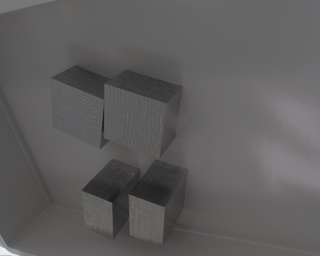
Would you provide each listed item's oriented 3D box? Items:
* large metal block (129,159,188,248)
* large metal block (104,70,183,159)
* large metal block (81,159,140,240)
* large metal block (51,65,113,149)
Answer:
[{"bbox_3d":[-0.002,0.105,0.439,0.050,0.080,0.079,16,125,19],"label":"large metal block"},{"bbox_3d":[-0.023,-0.019,0.393,0.080,0.050,0.079,19,126,17],"label":"large metal block"},{"bbox_3d":[-0.073,0.108,0.479,0.050,0.080,0.079,17,125,18],"label":"large metal block"},{"bbox_3d":[-0.100,-0.029,0.427,0.080,0.050,0.079,23,127,14],"label":"large metal block"}]
